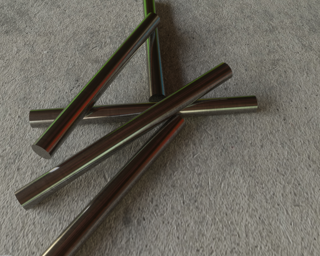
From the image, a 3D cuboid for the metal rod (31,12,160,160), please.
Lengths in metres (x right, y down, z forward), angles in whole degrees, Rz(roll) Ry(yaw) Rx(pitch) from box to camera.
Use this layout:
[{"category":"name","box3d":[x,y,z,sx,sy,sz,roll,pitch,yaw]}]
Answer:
[{"category":"metal rod","box3d":[-0.072,-0.078,0.434,0.025,0.025,0.301,19,52,15]}]

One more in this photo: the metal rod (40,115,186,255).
[{"category":"metal rod","box3d":[-0.063,0.085,0.331,0.025,0.025,0.301,28,55,22]}]

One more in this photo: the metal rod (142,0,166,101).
[{"category":"metal rod","box3d":[-0.013,-0.154,0.531,0.025,0.025,0.300,-3,50,-3]}]

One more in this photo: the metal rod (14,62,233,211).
[{"category":"metal rod","box3d":[-0.030,0.000,0.380,0.302,0.025,0.025,-33,57,-17]}]

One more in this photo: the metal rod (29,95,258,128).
[{"category":"metal rod","box3d":[-0.019,-0.023,0.421,0.302,0.025,0.025,-4,50,-4]}]
